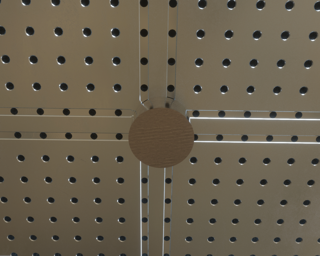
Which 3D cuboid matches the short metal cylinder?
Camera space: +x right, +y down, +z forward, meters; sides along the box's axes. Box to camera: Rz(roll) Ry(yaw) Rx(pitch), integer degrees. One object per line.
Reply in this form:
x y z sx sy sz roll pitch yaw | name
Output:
0.002 0.005 0.402 0.080 0.050 0.079 0 110 0 | short metal cylinder
